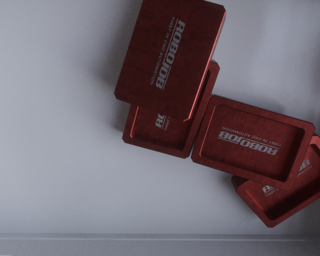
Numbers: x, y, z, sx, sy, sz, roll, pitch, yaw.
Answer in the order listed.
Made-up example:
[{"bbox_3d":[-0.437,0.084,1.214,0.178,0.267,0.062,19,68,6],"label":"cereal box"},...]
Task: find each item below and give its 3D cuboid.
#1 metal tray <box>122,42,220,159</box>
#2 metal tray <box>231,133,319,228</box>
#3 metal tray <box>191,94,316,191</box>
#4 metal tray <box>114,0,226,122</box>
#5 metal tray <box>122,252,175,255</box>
[{"bbox_3d":[0.011,-0.033,0.394,0.091,0.030,0.129,16,109,-4],"label":"metal tray"},{"bbox_3d":[0.180,0.072,0.437,0.130,0.030,0.090,-38,106,12],"label":"metal tray"},{"bbox_3d":[0.114,0.017,0.396,0.131,0.030,0.089,17,101,5],"label":"metal tray"},{"bbox_3d":[0.011,-0.082,0.352,0.090,0.030,0.129,19,96,9],"label":"metal tray"},{"bbox_3d":[-0.001,0.252,0.504,0.131,0.030,0.089,6,110,-3],"label":"metal tray"}]
